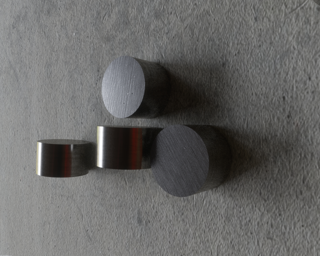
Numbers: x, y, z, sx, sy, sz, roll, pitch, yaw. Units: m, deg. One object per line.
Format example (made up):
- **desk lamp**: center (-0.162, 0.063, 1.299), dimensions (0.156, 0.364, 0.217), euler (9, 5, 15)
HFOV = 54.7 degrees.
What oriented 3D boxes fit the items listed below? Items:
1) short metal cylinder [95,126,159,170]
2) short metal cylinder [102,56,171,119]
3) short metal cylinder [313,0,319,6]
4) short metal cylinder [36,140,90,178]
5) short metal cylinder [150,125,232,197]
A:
- **short metal cylinder**: center (-0.043, 0.023, 0.405), dimensions (0.080, 0.081, 0.050), euler (3, 92, 40)
- **short metal cylinder**: center (-0.032, -0.053, 0.416), dimensions (0.080, 0.050, 0.080), euler (0, 90, 40)
- **short metal cylinder**: center (0.157, -0.146, 0.259), dimensions (0.080, 0.050, 0.080), euler (0, 90, 40)
- **short metal cylinder**: center (-0.155, 0.047, 0.498), dimensions (0.080, 0.081, 0.050), euler (5, 94, 40)
- **short metal cylinder**: center (0.035, 0.036, 0.360), dimensions (0.080, 0.050, 0.080), euler (0, 90, 40)
